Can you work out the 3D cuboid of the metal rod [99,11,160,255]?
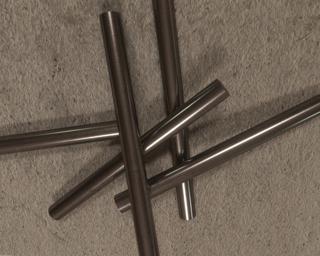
[{"bbox_3d":[-0.036,0.015,0.373,0.025,0.025,0.298,-9,94,3],"label":"metal rod"}]

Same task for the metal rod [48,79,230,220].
[{"bbox_3d":[-0.040,0.038,0.405,0.299,0.025,0.025,-37,107,19],"label":"metal rod"}]

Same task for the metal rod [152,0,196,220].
[{"bbox_3d":[0.022,-0.010,0.406,0.025,0.025,0.298,-7,110,2],"label":"metal rod"}]

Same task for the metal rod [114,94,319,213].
[{"bbox_3d":[0.081,0.033,0.402,0.301,0.025,0.025,-27,108,1],"label":"metal rod"}]

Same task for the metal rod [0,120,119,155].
[{"bbox_3d":[-0.186,0.020,0.414,0.302,0.025,0.025,-8,110,2],"label":"metal rod"}]
